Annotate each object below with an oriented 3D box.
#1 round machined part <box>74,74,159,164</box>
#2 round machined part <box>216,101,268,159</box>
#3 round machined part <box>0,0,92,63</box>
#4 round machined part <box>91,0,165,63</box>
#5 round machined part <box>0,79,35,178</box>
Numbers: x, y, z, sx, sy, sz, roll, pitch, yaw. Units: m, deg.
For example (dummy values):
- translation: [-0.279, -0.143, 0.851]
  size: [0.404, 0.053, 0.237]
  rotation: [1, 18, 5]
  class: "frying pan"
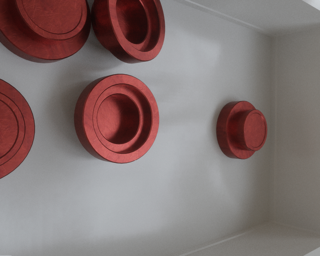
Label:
- translation: [-0.052, -0.010, 0.352]
  size: [0.099, 0.042, 0.097]
  rotation: [0, 90, -40]
  class: "round machined part"
- translation: [0.141, 0.003, 0.514]
  size: [0.099, 0.042, 0.097]
  rotation: [0, 90, -40]
  class: "round machined part"
- translation: [-0.111, -0.115, 0.302]
  size: [0.099, 0.042, 0.097]
  rotation: [0, 90, -40]
  class: "round machined part"
- translation: [-0.039, -0.122, 0.352]
  size: [0.099, 0.042, 0.097]
  rotation: [1, 88, -55]
  class: "round machined part"
- translation: [-0.157, 0.001, 0.264]
  size: [0.099, 0.042, 0.097]
  rotation: [0, 90, -40]
  class: "round machined part"
